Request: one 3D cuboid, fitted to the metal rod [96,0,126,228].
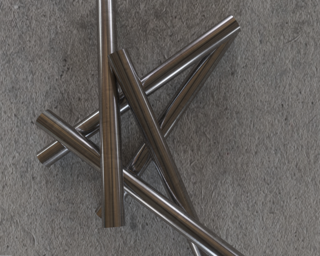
[{"bbox_3d":[-0.061,-0.037,0.372,0.025,0.025,0.299,-4,75,0],"label":"metal rod"}]

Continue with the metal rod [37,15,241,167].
[{"bbox_3d":[-0.031,-0.044,0.396,0.300,0.025,0.025,-35,90,5],"label":"metal rod"}]

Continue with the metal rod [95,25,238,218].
[{"bbox_3d":[0.009,-0.008,0.409,0.025,0.025,0.299,34,90,0],"label":"metal rod"}]

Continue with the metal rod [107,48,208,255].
[{"bbox_3d":[0.007,0.047,0.386,0.025,0.025,0.299,-23,100,0],"label":"metal rod"}]

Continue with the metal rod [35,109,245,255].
[{"bbox_3d":[-0.023,0.076,0.374,0.301,0.025,0.025,36,90,2],"label":"metal rod"}]
